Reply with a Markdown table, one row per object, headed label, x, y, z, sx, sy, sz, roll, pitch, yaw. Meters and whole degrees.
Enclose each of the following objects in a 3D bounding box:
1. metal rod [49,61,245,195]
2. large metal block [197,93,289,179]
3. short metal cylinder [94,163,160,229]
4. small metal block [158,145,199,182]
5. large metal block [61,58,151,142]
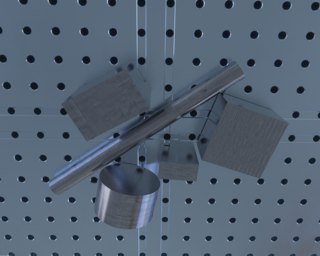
| label | x | y | z | sx | sy | sz | roll | pitch | yaw |
| --- | --- | --- | --- | --- | --- | --- | --- | --- | --- |
| metal rod | -0.025 | 0.005 | 0.414 | 0.300 | 0.025 | 0.025 | -32 | 107 | 11 |
| large metal block | 0.103 | 0.009 | 0.402 | 0.080 | 0.050 | 0.079 | 18 | 109 | -7 |
| short metal cylinder | -0.044 | 0.089 | 0.416 | 0.081 | 0.080 | 0.050 | 11 | 110 | -5 |
| small metal block | 0.023 | 0.047 | 0.418 | 0.050 | 0.050 | 0.025 | 5 | 110 | -2 |
| large metal block | -0.059 | -0.037 | 0.370 | 0.080 | 0.080 | 0.050 | -27 | 108 | 9 |
